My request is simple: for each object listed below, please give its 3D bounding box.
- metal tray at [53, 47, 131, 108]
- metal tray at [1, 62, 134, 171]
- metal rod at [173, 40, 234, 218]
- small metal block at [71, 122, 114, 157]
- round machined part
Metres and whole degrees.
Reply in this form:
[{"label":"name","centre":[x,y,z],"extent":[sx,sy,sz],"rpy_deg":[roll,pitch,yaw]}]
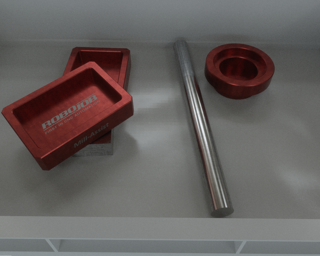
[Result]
[{"label":"metal tray","centre":[-0.094,-0.068,0.457],"extent":[0.091,0.030,0.130],"rpy_deg":[2,50,1]},{"label":"metal tray","centre":[-0.109,-0.020,0.379],"extent":[0.131,0.030,0.090],"rpy_deg":[-35,63,-22]},{"label":"metal rod","centre":[0.050,-0.024,0.425],"extent":[0.025,0.025,0.300],"rpy_deg":[-5,50,-4]},{"label":"small metal block","centre":[-0.086,0.008,0.397],"extent":[0.050,0.025,0.050],"rpy_deg":[-3,50,-3]},{"label":"round machined part","centre":[0.116,-0.081,0.463],"extent":[0.099,0.042,0.098],"rpy_deg":[0,50,0]}]
